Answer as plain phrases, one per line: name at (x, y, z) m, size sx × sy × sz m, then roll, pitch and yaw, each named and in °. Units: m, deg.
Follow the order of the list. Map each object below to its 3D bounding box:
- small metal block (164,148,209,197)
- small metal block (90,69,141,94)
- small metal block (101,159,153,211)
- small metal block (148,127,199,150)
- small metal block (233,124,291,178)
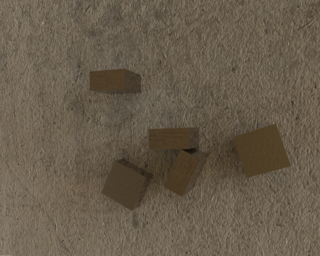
small metal block at (0.034, 0.052, 0.384) m, size 0.025 × 0.050 × 0.050 m, roll 27°, pitch 99°, yaw 18°
small metal block at (-0.059, -0.061, 0.416) m, size 0.050 × 0.050 × 0.025 m, roll -1°, pitch 90°, yaw 20°
small metal block at (-0.045, 0.077, 0.425) m, size 0.050 × 0.025 × 0.050 m, roll 25°, pitch 98°, yaw 18°
small metal block at (0.019, 0.013, 0.389) m, size 0.050 × 0.050 × 0.025 m, roll -2°, pitch 89°, yaw 20°
small metal block at (0.120, 0.026, 0.366) m, size 0.050 × 0.025 × 0.050 m, roll -19°, pitch 84°, yaw 19°
